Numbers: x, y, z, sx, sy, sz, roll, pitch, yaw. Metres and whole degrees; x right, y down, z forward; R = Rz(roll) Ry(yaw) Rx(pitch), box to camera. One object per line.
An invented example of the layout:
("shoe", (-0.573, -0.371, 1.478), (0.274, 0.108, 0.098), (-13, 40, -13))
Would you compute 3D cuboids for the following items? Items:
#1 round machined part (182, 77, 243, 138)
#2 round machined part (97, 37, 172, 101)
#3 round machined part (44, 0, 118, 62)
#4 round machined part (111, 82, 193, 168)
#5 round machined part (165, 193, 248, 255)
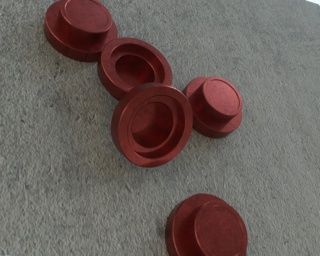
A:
("round machined part", (0.082, -0.037, 0.459), (0.099, 0.042, 0.098), (14, 56, -21))
("round machined part", (-0.036, -0.070, 0.416), (0.099, 0.042, 0.098), (14, 56, -21))
("round machined part", (-0.104, -0.141, 0.423), (0.099, 0.042, 0.098), (14, 56, -21))
("round machined part", (-0.013, -0.006, 0.367), (0.099, 0.042, 0.097), (-11, 112, -29))
("round machined part", (0.059, 0.121, 0.350), (0.099, 0.042, 0.098), (14, 56, -21))
